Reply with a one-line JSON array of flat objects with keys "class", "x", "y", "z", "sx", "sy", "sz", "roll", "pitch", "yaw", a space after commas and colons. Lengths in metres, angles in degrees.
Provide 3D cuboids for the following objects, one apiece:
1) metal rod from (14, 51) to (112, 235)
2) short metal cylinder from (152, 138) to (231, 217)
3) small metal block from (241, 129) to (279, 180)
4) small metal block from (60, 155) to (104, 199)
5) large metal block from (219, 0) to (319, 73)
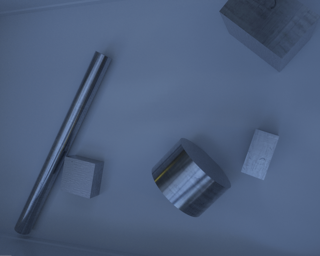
[{"class": "metal rod", "x": -0.147, "y": 0.028, "z": 0.460, "sx": 0.025, "sy": 0.025, "sz": 0.298, "roll": 30, "pitch": 99, "yaw": 17}, {"class": "short metal cylinder", "x": 0.037, "y": 0.057, "z": 0.368, "sx": 0.080, "sy": 0.080, "sz": 0.050, "roll": 46, "pitch": 104, "yaw": 14}, {"class": "small metal block", "x": 0.116, "y": 0.028, "z": 0.356, "sx": 0.025, "sy": 0.050, "sz": 0.050, "roll": 19, "pitch": 96, "yaw": 19}, {"class": "small metal block", "x": -0.113, "y": 0.069, "z": 0.449, "sx": 0.050, "sy": 0.025, "sz": 0.050, "roll": 11, "pitch": 94, "yaw": 19}, {"class": "large metal block", "x": 0.118, "y": -0.112, "z": 0.340, "sx": 0.080, "sy": 0.080, "sz": 0.050, "roll": 43, "pitch": 103, "yaw": 14}]
